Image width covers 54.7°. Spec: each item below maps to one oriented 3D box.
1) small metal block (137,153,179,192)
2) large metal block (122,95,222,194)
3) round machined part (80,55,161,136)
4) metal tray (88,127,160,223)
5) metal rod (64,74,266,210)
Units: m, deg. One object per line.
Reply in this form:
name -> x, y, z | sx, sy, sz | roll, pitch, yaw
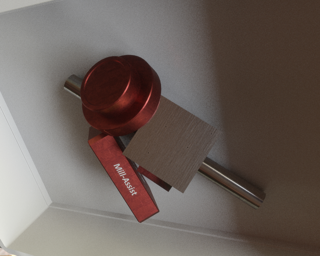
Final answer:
small metal block -> 0.005, 0.049, 0.417 | 0.050, 0.050, 0.025 | 33, 129, 6
large metal block -> 0.015, 0.020, 0.368 | 0.080, 0.050, 0.080 | 32, 86, 7
round machined part -> -0.052, -0.043, 0.356 | 0.098, 0.098, 0.042 | -2, 158, 28
metal tray -> -0.051, 0.055, 0.426 | 0.030, 0.090, 0.130 | -30, 106, -4
metal rod -> 0.002, 0.015, 0.414 | 0.301, 0.025, 0.025 | 32, 128, 7
